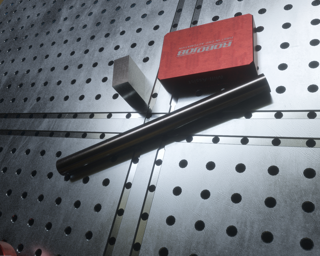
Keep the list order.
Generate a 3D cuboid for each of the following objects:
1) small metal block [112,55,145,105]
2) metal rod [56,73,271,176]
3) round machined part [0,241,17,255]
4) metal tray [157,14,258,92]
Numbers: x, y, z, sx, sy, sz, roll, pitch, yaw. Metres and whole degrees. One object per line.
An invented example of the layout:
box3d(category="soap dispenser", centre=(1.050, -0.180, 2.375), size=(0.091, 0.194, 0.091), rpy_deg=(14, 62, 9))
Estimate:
box3d(category="small metal block", centre=(-0.045, -0.070, 0.457), size=(0.025, 0.050, 0.050), rpy_deg=(-14, 56, 20))
box3d(category="metal rod", centre=(-0.006, 0.001, 0.409), size=(0.301, 0.025, 0.025), rpy_deg=(-22, 54, 14))
box3d(category="round machined part", centre=(-0.216, 0.194, 0.390), size=(0.098, 0.042, 0.098), rpy_deg=(-13, 56, 20))
box3d(category="metal tray", centre=(0.066, -0.103, 0.433), size=(0.130, 0.030, 0.090), rpy_deg=(-6, 59, 24))
